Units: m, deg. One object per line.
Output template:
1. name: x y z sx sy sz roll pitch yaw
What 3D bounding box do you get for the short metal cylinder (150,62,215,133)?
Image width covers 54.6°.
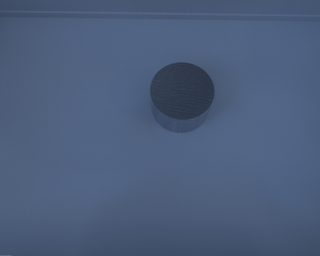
1. short metal cylinder: 0.028 -0.039 0.411 0.080 0.050 0.080 0 70 0
